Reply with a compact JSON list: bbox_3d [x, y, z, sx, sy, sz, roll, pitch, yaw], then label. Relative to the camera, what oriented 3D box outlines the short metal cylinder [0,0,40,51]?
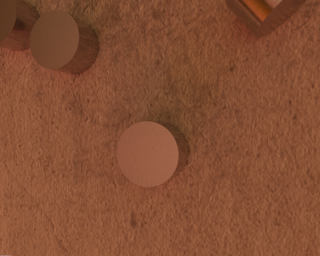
[{"bbox_3d":[-0.233,-0.163,0.476,0.080,0.050,0.079,0,90,19],"label":"short metal cylinder"}]

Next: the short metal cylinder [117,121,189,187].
[{"bbox_3d":[-0.008,0.031,0.398,0.080,0.050,0.079,0,90,19],"label":"short metal cylinder"}]

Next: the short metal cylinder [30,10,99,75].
[{"bbox_3d":[-0.135,-0.120,0.442,0.080,0.050,0.079,0,90,19],"label":"short metal cylinder"}]

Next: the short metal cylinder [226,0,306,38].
[{"bbox_3d":[0.120,-0.146,0.337,0.080,0.080,0.050,-40,78,15],"label":"short metal cylinder"}]
